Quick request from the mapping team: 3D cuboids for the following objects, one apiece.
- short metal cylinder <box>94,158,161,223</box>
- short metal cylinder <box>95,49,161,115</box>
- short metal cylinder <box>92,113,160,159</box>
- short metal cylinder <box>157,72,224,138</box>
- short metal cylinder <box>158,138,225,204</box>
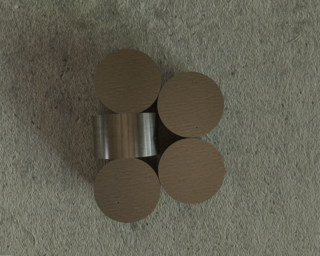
[{"bbox_3d":[-0.039,0.074,0.398,0.080,0.050,0.080,0,90,1],"label":"short metal cylinder"},{"bbox_3d":[-0.038,-0.056,0.398,0.080,0.050,0.080,0,90,1],"label":"short metal cylinder"},{"bbox_3d":[-0.042,0.009,0.383,0.080,0.080,0.050,-3,90,0],"label":"short metal cylinder"},{"bbox_3d":[0.037,-0.029,0.398,0.081,0.050,0.080,0,91,0],"label":"short metal cylinder"},{"bbox_3d":[0.038,0.051,0.398,0.080,0.050,0.080,0,91,1],"label":"short metal cylinder"}]
